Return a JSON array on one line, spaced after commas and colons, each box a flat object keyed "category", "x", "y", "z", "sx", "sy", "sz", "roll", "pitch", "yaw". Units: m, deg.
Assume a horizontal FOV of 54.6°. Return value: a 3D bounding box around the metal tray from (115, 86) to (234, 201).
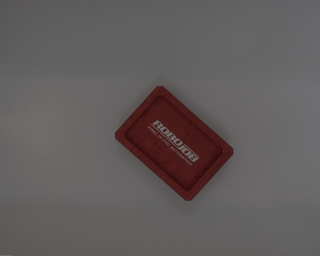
[{"category": "metal tray", "x": 0.018, "y": 0.020, "z": 0.408, "sx": 0.130, "sy": 0.030, "sz": 0.090, "roll": 42, "pitch": 90, "yaw": 0}]
